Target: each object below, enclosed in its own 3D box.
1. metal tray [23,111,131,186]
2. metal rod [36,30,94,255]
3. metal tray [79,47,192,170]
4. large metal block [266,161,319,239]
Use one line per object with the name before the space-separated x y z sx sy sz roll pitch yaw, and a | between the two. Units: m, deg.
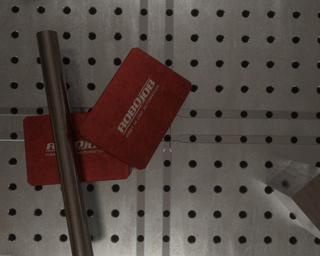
metal tray | -0.107 0.025 0.410 0.131 0.030 0.089 -4 90 -1
metal rod | -0.115 0.031 0.381 0.025 0.025 0.298 -9 90 0
metal tray | -0.029 -0.024 0.390 0.090 0.030 0.130 32 76 -8
large metal block | 0.192 0.092 0.389 0.050 0.080 0.080 -41 91 0
